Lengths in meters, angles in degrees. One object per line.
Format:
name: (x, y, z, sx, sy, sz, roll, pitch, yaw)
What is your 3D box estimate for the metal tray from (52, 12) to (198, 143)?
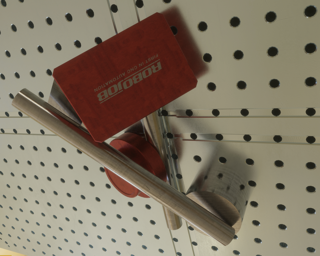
metal tray: (-0.036, -0.055, 0.341, 0.131, 0.030, 0.090, -31, 105, -6)

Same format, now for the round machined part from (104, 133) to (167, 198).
round machined part: (-0.041, 0.059, 0.436, 0.098, 0.042, 0.097, 27, 134, 32)

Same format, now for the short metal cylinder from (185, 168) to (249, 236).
short metal cylinder: (0.075, 0.101, 0.418, 0.080, 0.050, 0.079, 13, 124, 20)

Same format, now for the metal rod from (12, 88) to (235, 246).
metal rod: (-0.038, 0.050, 0.369, 0.301, 0.025, 0.025, 35, 129, -6)

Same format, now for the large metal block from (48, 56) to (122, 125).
large metal block: (-0.097, -0.039, 0.402, 0.050, 0.080, 0.079, 36, 129, 4)

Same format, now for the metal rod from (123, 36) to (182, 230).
metal rod: (-0.005, 0.022, 0.426, 0.025, 0.025, 0.298, 2, 120, 27)
